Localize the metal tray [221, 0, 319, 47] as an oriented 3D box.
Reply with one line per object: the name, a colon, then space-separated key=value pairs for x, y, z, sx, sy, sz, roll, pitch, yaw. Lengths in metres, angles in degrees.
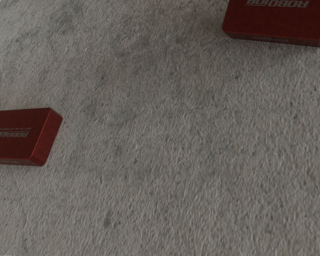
metal tray: x=0.153 y=-0.157 z=0.394 sx=0.130 sy=0.030 sz=0.089 roll=18 pitch=95 yaw=34

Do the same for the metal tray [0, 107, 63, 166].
metal tray: x=-0.232 y=0.014 z=0.511 sx=0.130 sy=0.030 sz=0.090 roll=-1 pitch=61 yaw=27
